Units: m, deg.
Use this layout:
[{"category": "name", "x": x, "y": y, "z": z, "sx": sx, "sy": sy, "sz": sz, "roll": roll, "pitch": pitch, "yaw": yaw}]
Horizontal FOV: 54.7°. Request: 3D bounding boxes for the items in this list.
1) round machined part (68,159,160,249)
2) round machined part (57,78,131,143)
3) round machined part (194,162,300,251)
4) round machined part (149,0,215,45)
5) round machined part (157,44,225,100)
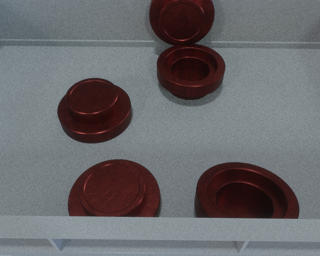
[{"category": "round machined part", "x": -0.049, "y": 0.073, "z": 0.332, "sx": 0.099, "sy": 0.042, "sz": 0.098, "roll": 0, "pitch": 50, "yaw": 0}, {"category": "round machined part", "x": -0.089, "y": -0.030, "z": 0.419, "sx": 0.099, "sy": 0.042, "sz": 0.098, "roll": 0, "pitch": 50, "yaw": 0}, {"category": "round machined part", "x": 0.084, "y": 0.082, "z": 0.315, "sx": 0.099, "sy": 0.042, "sz": 0.098, "roll": 2, "pitch": 34, "yaw": -1}, {"category": "round machined part", "x": 0.033, "y": -0.167, "z": 0.466, "sx": 0.099, "sy": 0.097, "sz": 0.042, "roll": 1, "pitch": 42, "yaw": 1}, {"category": "round machined part", "x": 0.045, "y": -0.080, "z": 0.461, "sx": 0.099, "sy": 0.042, "sz": 0.098, "roll": 0, "pitch": 50, "yaw": 0}]
